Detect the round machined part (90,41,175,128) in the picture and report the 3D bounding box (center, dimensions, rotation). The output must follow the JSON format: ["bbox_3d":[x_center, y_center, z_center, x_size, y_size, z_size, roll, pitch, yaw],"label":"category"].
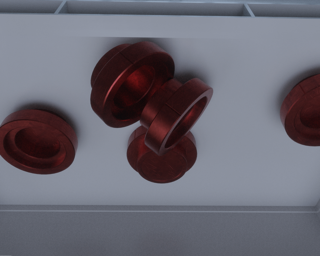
[{"bbox_3d":[-0.034,-0.050,0.332,0.098,0.042,0.098,-38,156,-20],"label":"round machined part"}]

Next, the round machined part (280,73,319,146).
[{"bbox_3d":[0.196,-0.027,0.377,0.099,0.042,0.097,0,130,0],"label":"round machined part"}]

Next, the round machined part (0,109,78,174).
[{"bbox_3d":[-0.158,0.014,0.408,0.099,0.042,0.097,0,130,0],"label":"round machined part"}]

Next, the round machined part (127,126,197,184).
[{"bbox_3d":[0.003,0.040,0.432,0.099,0.042,0.097,0,130,0],"label":"round machined part"}]

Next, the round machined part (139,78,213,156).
[{"bbox_3d":[0.014,-0.018,0.358,0.042,0.099,0.097,39,128,14],"label":"round machined part"}]
